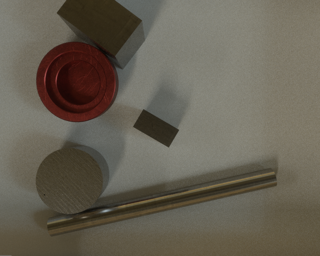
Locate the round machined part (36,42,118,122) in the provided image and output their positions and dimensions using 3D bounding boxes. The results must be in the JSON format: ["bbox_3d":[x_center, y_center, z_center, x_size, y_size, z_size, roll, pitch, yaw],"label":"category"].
[{"bbox_3d":[-0.102,-0.058,0.397,0.099,0.042,0.097,0,97,3],"label":"round machined part"}]

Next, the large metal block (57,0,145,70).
[{"bbox_3d":[-0.067,-0.123,0.383,0.080,0.080,0.050,37,90,-1],"label":"large metal block"}]

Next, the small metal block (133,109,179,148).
[{"bbox_3d":[-0.005,0.000,0.399,0.050,0.050,0.025,30,90,-1],"label":"small metal block"}]

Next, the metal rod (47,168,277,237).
[{"bbox_3d":[0.003,0.098,0.411,0.302,0.025,0.025,-13,90,-1],"label":"metal rod"}]

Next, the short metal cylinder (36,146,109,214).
[{"bbox_3d":[-0.109,0.064,0.398,0.081,0.050,0.079,0,90,-1],"label":"short metal cylinder"}]
